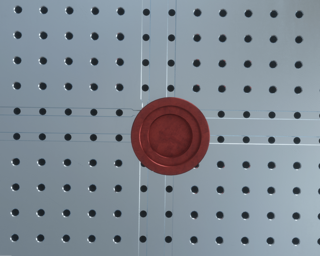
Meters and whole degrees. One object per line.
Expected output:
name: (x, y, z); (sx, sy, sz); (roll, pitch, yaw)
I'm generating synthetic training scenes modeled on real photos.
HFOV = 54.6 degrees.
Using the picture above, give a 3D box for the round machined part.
round machined part: (0.013, 0.010, 0.405); (0.099, 0.042, 0.097); (0, 90, 0)
